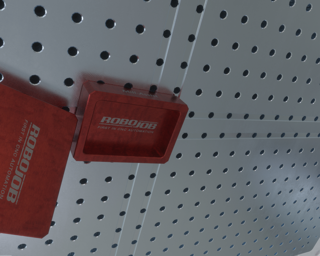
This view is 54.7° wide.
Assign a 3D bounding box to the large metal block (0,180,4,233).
[{"bbox_3d":[-0.212,0.083,0.311,0.080,0.080,0.050,-29,129,-10],"label":"large metal block"}]

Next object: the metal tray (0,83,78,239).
[{"bbox_3d":[-0.140,0.033,0.300,0.090,0.030,0.130,26,62,-37],"label":"metal tray"}]

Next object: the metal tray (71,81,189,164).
[{"bbox_3d":[-0.037,-0.002,0.386,0.131,0.030,0.089,6,116,-31],"label":"metal tray"}]
